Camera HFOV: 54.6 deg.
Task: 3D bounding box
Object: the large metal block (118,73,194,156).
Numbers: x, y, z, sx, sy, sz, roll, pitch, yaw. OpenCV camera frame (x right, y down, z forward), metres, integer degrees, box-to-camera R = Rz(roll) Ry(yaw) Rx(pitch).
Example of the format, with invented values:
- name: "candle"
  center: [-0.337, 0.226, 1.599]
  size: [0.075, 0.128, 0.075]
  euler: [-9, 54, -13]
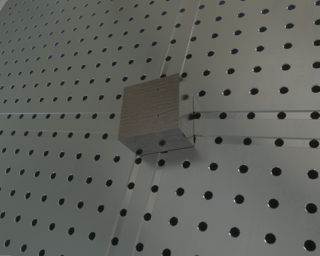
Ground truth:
- name: "large metal block"
  center: [-0.003, -0.016, 0.403]
  size: [0.080, 0.050, 0.080]
  euler: [-11, 57, 22]
